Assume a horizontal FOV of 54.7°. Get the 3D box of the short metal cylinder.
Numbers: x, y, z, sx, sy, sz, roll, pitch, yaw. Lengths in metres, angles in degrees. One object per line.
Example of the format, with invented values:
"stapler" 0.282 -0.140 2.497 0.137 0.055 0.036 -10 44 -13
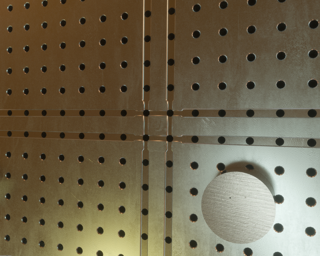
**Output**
"short metal cylinder" 0.094 0.088 0.366 0.080 0.050 0.079 0 90 20
